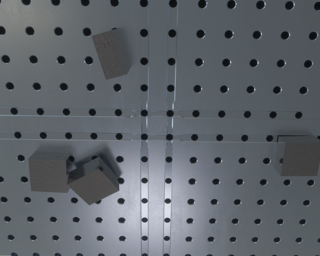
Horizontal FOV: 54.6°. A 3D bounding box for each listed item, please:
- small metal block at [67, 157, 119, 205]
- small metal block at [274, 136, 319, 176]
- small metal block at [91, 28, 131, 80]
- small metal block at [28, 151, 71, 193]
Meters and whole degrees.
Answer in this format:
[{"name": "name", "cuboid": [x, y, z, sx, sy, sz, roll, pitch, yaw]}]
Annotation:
[{"name": "small metal block", "cuboid": [-0.092, 0.075, 0.433, 0.050, 0.025, 0.050, -28, 124, 9]}, {"name": "small metal block", "cuboid": [0.191, 0.039, 0.429, 0.050, 0.025, 0.050, 0, 110, 0]}, {"name": "small metal block", "cuboid": [-0.056, -0.089, 0.367, 0.025, 0.050, 0.050, -14, 110, 5]}, {"name": "small metal block", "cuboid": [-0.153, 0.062, 0.435, 0.050, 0.025, 0.050, 3, 110, -1]}]
